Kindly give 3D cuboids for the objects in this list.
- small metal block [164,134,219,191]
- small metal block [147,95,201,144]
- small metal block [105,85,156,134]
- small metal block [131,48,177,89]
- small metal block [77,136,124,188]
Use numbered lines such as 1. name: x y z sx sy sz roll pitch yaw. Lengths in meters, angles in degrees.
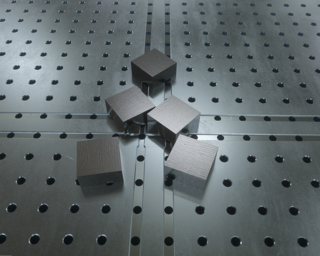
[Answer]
1. small metal block: 0.038 0.041 0.374 0.050 0.025 0.050 18 52 14
2. small metal block: 0.019 -0.012 0.418 0.050 0.025 0.050 35 58 25
3. small metal block: -0.041 -0.026 0.429 0.050 0.025 0.050 -28 56 -22
4. small metal block: -0.010 -0.094 0.487 0.050 0.025 0.050 -35 59 -26
5. small metal block: -0.072 0.040 0.373 0.050 0.025 0.050 -7 50 -6
